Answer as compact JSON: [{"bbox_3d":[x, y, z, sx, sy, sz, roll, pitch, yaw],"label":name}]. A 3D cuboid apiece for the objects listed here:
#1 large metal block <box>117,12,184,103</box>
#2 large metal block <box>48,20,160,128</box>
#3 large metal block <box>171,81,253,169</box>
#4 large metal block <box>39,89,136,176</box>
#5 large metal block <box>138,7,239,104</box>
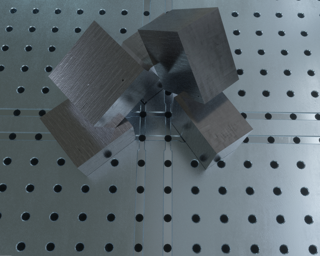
[{"bbox_3d":[-0.008,-0.091,0.414,0.080,0.080,0.050,-40,75,-13],"label":"large metal block"},{"bbox_3d":[-0.062,-0.057,0.349,0.080,0.050,0.080,46,101,14],"label":"large metal block"},{"bbox_3d":[0.059,-0.003,0.383,0.050,0.080,0.080,-32,74,-11],"label":"large metal block"},{"bbox_3d":[-0.089,0.001,0.396,0.080,0.050,0.080,-38,75,-13],"label":"large metal block"},{"bbox_3d":[0.030,-0.081,0.337,0.050,0.080,0.080,-36,32,-17],"label":"large metal block"}]
